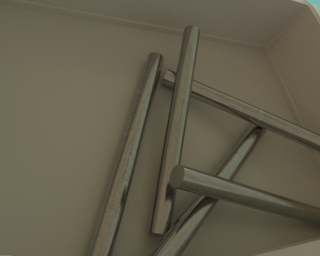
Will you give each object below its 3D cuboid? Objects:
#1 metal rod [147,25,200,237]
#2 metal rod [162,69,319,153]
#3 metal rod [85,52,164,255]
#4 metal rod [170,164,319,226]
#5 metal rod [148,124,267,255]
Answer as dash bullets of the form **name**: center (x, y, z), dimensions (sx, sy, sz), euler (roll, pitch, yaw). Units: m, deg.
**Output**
- **metal rod**: center (0.023, -0.015, 0.402), dimensions (0.025, 0.025, 0.300), euler (20, 62, -17)
- **metal rod**: center (0.146, -0.017, 0.462), dimensions (0.301, 0.025, 0.025), euler (23, 53, -2)
- **metal rod**: center (-0.034, 0.015, 0.378), dimensions (0.025, 0.025, 0.300), euler (23, 53, -14)
- **metal rod**: center (0.141, 0.095, 0.390), dimensions (0.302, 0.025, 0.025), euler (20, 54, -29)
- **metal rod**: center (0.083, 0.061, 0.398), dimensions (0.025, 0.025, 0.302), euler (47, 47, 4)
